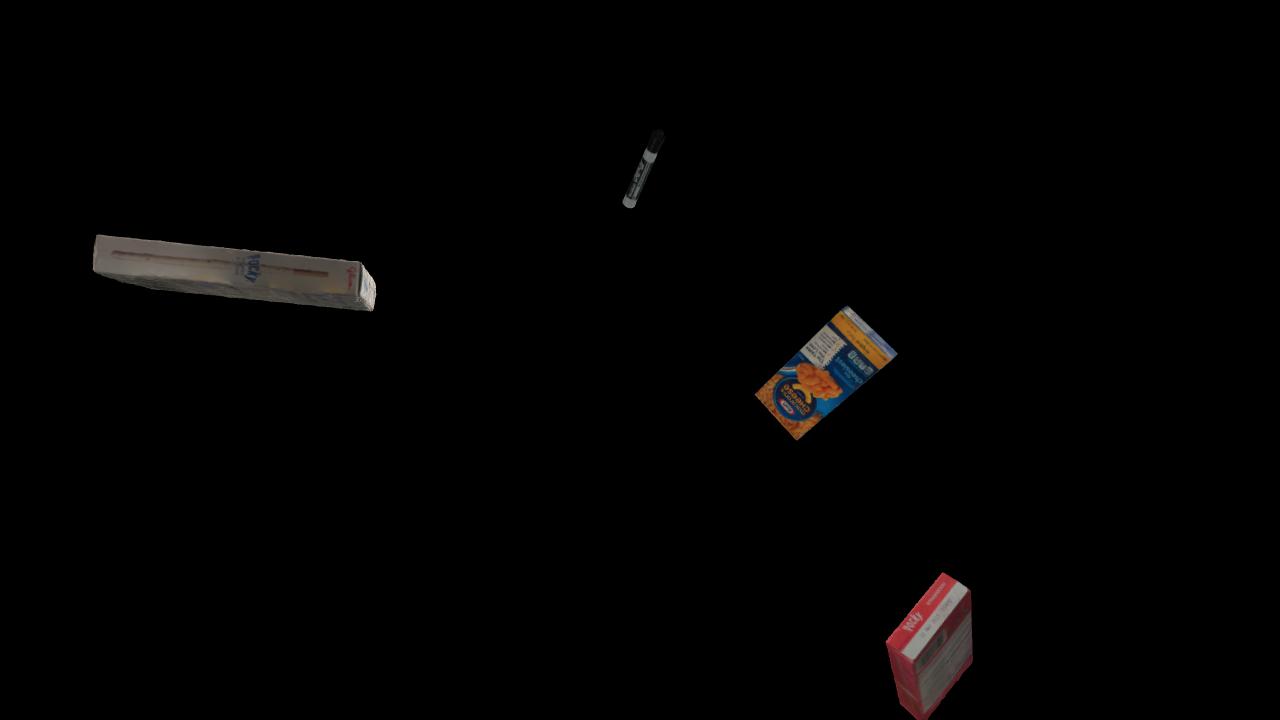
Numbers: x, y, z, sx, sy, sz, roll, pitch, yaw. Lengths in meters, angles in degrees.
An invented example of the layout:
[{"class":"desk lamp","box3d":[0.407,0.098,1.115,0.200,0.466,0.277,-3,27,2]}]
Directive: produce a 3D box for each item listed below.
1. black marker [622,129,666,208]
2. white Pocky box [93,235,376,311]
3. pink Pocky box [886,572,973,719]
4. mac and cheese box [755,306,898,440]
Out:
[{"class":"black marker","box3d":[0.005,-0.254,0.820,0.020,0.020,0.121,0,-35,-25]},{"class":"white Pocky box","box3d":[-0.276,-0.059,0.438,0.154,0.028,0.084,5,-4,-17]},{"class":"pink Pocky box","box3d":[0.267,0.267,0.562,0.084,0.155,0.029,-40,41,-16]},{"class":"mac and cheese box","box3d":[0.252,0.021,0.851,0.041,0.093,0.184,-25,-22,-52]}]
